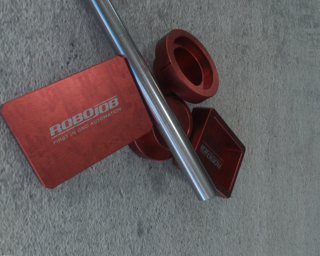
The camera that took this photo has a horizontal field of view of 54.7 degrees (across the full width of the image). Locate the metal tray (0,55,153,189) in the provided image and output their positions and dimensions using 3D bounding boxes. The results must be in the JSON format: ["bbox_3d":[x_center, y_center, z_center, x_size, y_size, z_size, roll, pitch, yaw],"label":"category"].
[{"bbox_3d":[-0.080,-0.010,0.321,0.131,0.030,0.090,-31,107,-27],"label":"metal tray"}]

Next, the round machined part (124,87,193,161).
[{"bbox_3d":[0.004,-0.006,0.399,0.099,0.042,0.097,0,90,-40],"label":"round machined part"}]

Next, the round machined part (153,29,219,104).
[{"bbox_3d":[0.030,-0.076,0.405,0.099,0.042,0.098,25,52,-36],"label":"round machined part"}]

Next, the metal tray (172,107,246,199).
[{"bbox_3d":[0.077,0.039,0.453,0.130,0.030,0.090,42,64,-44],"label":"metal tray"}]

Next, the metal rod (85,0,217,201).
[{"bbox_3d":[-0.017,-0.051,0.348,0.025,0.025,0.299,-34,98,-35],"label":"metal rod"}]
